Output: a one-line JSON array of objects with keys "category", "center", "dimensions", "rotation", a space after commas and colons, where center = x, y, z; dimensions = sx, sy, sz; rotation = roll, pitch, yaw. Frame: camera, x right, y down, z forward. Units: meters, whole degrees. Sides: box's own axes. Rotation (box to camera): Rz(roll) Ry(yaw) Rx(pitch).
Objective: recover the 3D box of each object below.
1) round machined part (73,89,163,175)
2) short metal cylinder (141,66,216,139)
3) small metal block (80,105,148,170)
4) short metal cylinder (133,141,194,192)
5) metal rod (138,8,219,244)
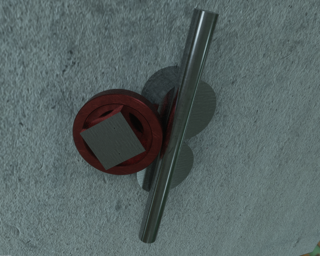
[{"category": "round machined part", "center": [-0.046, 0.002, 0.357], "dimensions": [0.099, 0.042, 0.097], "rotation": [1, 112, 2]}, {"category": "short metal cylinder", "center": [0.022, -0.031, 0.385], "dimensions": [0.081, 0.050, 0.079], "rotation": [-14, 124, -21]}, {"category": "small metal block", "center": [-0.049, 0.010, 0.335], "dimensions": [0.050, 0.025, 0.050], "rotation": [-27, 108, 13]}, {"category": "short metal cylinder", "center": [-0.002, 0.039, 0.415], "dimensions": [0.081, 0.050, 0.079], "rotation": [-14, 123, -21]}, {"category": "metal rod", "center": [0.014, 0.018, 0.363], "dimensions": [0.025, 0.025, 0.298], "rotation": [-1, 119, -28]}]
